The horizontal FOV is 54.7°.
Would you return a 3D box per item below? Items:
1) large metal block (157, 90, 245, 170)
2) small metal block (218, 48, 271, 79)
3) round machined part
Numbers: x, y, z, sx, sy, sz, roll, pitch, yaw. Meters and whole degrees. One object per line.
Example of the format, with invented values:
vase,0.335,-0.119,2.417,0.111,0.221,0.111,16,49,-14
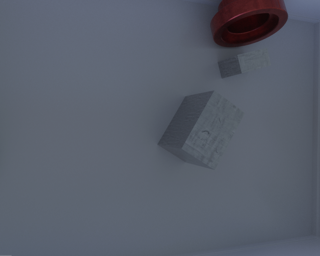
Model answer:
large metal block,0.050,0.002,0.401,0.050,0.080,0.080,34,79,-17
small metal block,0.120,-0.092,0.443,0.050,0.050,0.025,-17,96,-20
round machined part,0.116,-0.152,0.418,0.099,0.098,0.042,-6,78,-20
